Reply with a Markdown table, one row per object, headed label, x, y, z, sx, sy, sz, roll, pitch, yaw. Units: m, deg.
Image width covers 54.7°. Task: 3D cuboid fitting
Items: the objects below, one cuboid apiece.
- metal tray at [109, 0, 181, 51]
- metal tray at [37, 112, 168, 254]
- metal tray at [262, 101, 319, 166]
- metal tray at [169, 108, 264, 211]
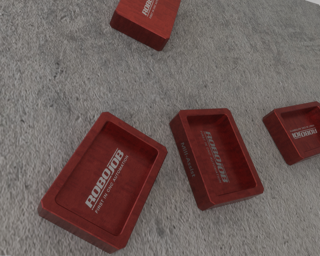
| label | x | y | z | sx | sy | sz | roll | pitch | yaw |
| --- | --- | --- | --- | --- | --- | --- | --- | --- | --- |
| metal tray | -0.019 | -0.195 | 0.509 | 0.090 | 0.030 | 0.130 | 24 | 53 | -13 |
| metal tray | -0.056 | 0.054 | 0.337 | 0.090 | 0.030 | 0.130 | 32 | 51 | -7 |
| metal tray | 0.246 | 0.005 | 0.529 | 0.131 | 0.030 | 0.090 | -10 | 67 | -33 |
| metal tray | 0.075 | 0.037 | 0.417 | 0.091 | 0.030 | 0.130 | -4 | 64 | -30 |
